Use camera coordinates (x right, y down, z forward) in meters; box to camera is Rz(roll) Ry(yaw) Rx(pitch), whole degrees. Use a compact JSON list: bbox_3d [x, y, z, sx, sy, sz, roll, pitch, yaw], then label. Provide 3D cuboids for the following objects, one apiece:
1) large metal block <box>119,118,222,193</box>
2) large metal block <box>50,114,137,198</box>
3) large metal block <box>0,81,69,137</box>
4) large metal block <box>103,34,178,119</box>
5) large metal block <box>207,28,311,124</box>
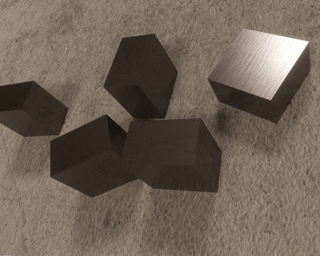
[{"bbox_3d":[0.016,0.032,0.340,0.080,0.080,0.050,-2,61,27],"label":"large metal block"},{"bbox_3d":[-0.076,0.038,0.383,0.080,0.080,0.050,-24,53,13],"label":"large metal block"},{"bbox_3d":[-0.209,-0.027,0.492,0.080,0.080,0.050,-3,60,26],"label":"large metal block"},{"bbox_3d":[-0.022,-0.067,0.420,0.050,0.080,0.080,2,63,29],"label":"large metal block"},{"bbox_3d":[0.117,-0.063,0.365,0.080,0.050,0.080,27,77,37],"label":"large metal block"}]
